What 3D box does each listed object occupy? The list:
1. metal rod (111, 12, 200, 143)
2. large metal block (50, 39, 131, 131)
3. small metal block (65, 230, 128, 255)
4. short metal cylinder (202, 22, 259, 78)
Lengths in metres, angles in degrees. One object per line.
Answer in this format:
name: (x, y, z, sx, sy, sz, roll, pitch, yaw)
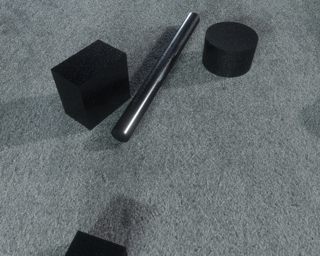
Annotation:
metal rod: (0.005, -0.096, 0.483, 0.025, 0.025, 0.301, 18, 52, 14)
large metal block: (-0.088, -0.058, 0.415, 0.050, 0.080, 0.080, 31, 57, 23)
small metal block: (-0.064, 0.132, 0.291, 0.050, 0.025, 0.050, 15, 51, 11)
short metal cylinder: (0.110, -0.126, 0.494, 0.081, 0.050, 0.080, 0, 50, 0)
